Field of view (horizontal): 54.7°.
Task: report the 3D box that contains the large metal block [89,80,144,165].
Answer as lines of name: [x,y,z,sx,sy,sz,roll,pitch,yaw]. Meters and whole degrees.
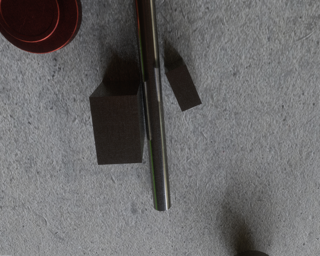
large metal block: [-0.048,-0.010,0.376,0.050,0.080,0.079,-3,110,1]

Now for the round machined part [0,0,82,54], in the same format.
round machined part: [-0.142,-0.133,0.350,0.099,0.042,0.097,0,110,-1]

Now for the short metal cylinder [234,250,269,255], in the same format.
short metal cylinder: [0.142,0.235,0.469,0.080,0.080,0.050,-21,109,7]

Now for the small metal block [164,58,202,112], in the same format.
small metal block: [0.027,-0.054,0.377,0.025,0.050,0.050,-23,109,8]

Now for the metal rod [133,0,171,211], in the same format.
metal rod: [-0.008,-0.025,0.400,0.025,0.025,0.298,-4,110,1]
